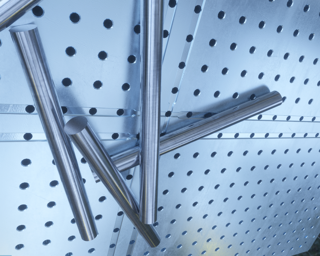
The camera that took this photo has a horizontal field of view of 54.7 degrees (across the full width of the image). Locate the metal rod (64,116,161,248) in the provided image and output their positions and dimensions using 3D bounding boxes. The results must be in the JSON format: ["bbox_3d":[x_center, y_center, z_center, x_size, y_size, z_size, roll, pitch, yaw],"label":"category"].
[{"bbox_3d":[-0.048,0.094,0.418,0.025,0.025,0.299,-30,137,-9],"label":"metal rod"}]

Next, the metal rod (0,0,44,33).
[{"bbox_3d":[-0.133,-0.107,0.272,0.301,0.025,0.025,-38,130,-3],"label":"metal rod"}]

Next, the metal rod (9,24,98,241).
[{"bbox_3d":[-0.115,0.031,0.368,0.025,0.025,0.298,-18,126,-18],"label":"metal rod"}]

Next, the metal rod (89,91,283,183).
[{"bbox_3d":[0.048,0.007,0.443,0.302,0.025,0.025,-22,127,-16],"label":"metal rod"}]

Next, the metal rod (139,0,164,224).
[{"bbox_3d":[-0.012,-0.011,0.375,0.025,0.025,0.298,-9,115,-24],"label":"metal rod"}]
